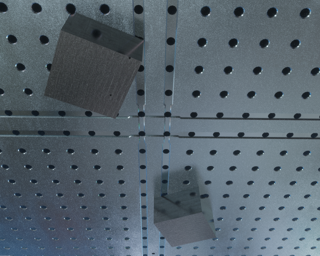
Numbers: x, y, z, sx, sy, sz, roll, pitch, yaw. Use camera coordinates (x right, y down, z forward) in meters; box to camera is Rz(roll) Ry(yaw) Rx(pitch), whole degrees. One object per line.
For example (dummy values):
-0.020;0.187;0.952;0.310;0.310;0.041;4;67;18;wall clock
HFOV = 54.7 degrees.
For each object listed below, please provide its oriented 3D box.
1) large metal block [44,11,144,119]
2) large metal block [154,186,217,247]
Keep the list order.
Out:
-0.071;-0.066;0.338;0.081;0.050;0.079;19;128;-16;large metal block
0.042;0.152;0.526;0.080;0.050;0.080;-18;128;14;large metal block
